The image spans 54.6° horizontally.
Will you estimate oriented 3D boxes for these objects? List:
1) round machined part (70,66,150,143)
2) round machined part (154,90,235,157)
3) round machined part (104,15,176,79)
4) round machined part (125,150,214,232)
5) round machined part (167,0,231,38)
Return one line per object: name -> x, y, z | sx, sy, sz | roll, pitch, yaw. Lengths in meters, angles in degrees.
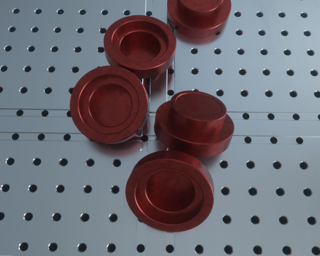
round machined part -> -0.062, -0.028, 0.404 | 0.098, 0.042, 0.098 | 0, 85, 5
round machined part -> 0.044, -0.012, 0.382 | 0.099, 0.042, 0.098 | 7, 36, -5
round machined part -> -0.028, -0.109, 0.437 | 0.099, 0.042, 0.098 | 2, 62, -4
round machined part -> 0.013, 0.068, 0.360 | 0.098, 0.042, 0.097 | 3, 114, 8
round machined part -> 0.060, -0.191, 0.473 | 0.099, 0.042, 0.098 | 0, 70, 0
